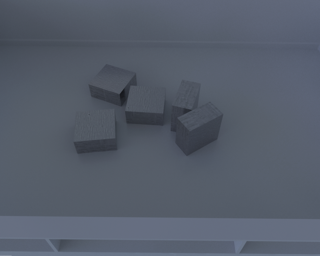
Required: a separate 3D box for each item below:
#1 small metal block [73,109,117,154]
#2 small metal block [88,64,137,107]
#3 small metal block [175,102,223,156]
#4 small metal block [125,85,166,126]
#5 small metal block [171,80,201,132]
[{"bbox_3d":[-0.082,0.004,0.401,0.050,0.025,0.050,-5,50,-5],"label":"small metal block"},{"bbox_3d":[-0.069,-0.064,0.458,0.050,0.025,0.050,19,52,15],"label":"small metal block"},{"bbox_3d":[0.048,0.001,0.388,0.050,0.050,0.025,-27,55,-21],"label":"small metal block"},{"bbox_3d":[-0.019,-0.032,0.432,0.050,0.025,0.050,4,50,3],"label":"small metal block"},{"bbox_3d":[0.034,-0.027,0.412,0.025,0.050,0.050,14,51,11],"label":"small metal block"}]
